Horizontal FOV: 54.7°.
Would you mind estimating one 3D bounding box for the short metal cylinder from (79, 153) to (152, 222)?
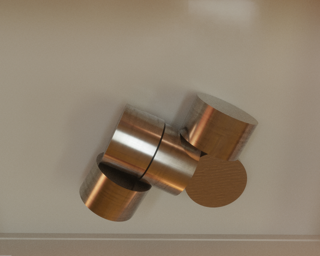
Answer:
[{"bbox_3d":[-0.057,0.075,0.407,0.080,0.080,0.050,28,108,-10],"label":"short metal cylinder"}]

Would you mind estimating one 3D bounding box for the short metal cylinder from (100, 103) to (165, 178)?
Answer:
[{"bbox_3d":[-0.034,0.016,0.386,0.050,0.080,0.080,24,108,-9],"label":"short metal cylinder"}]

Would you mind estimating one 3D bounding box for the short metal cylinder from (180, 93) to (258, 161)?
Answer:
[{"bbox_3d":[0.071,-0.003,0.380,0.080,0.080,0.050,22,109,-8],"label":"short metal cylinder"}]

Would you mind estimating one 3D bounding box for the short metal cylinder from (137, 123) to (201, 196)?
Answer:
[{"bbox_3d":[0.011,0.039,0.396,0.050,0.080,0.080,25,108,-9],"label":"short metal cylinder"}]

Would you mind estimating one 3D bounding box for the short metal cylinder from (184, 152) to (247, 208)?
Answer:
[{"bbox_3d":[0.071,0.059,0.419,0.081,0.050,0.079,0,110,-1],"label":"short metal cylinder"}]
